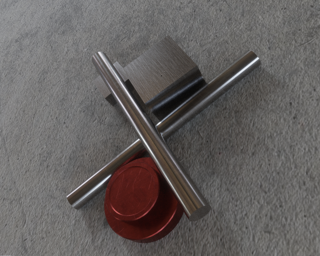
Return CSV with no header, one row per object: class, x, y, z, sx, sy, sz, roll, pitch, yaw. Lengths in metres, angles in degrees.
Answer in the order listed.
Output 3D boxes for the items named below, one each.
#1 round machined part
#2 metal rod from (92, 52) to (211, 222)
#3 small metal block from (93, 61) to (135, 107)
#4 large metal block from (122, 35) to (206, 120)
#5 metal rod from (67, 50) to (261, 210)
round machined part,-0.023,0.078,0.357,0.098,0.042,0.098,-13,56,20
metal rod,-0.028,-0.013,0.394,0.025,0.025,0.300,-37,51,3
small metal block,-0.070,-0.069,0.484,0.050,0.025,0.050,-40,51,0
large metal block,0.007,-0.068,0.428,0.080,0.050,0.080,-36,51,4
metal rod,0.004,0.003,0.402,0.300,0.025,0.025,-39,51,1
